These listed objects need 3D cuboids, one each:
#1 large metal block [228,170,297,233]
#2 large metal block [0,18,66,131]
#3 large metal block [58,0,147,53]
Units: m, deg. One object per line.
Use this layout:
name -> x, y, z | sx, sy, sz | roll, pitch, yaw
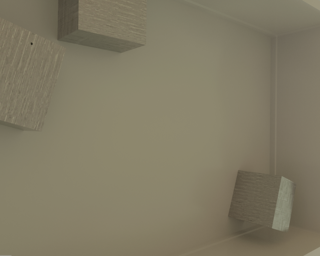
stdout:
large metal block -> 0.169, 0.119, 0.512 | 0.050, 0.080, 0.080 | 26, 74, -37
large metal block -> -0.141, -0.046, 0.272 | 0.080, 0.050, 0.080 | 21, 77, -38
large metal block -> -0.062, -0.133, 0.338 | 0.081, 0.050, 0.080 | 1, 90, -40
